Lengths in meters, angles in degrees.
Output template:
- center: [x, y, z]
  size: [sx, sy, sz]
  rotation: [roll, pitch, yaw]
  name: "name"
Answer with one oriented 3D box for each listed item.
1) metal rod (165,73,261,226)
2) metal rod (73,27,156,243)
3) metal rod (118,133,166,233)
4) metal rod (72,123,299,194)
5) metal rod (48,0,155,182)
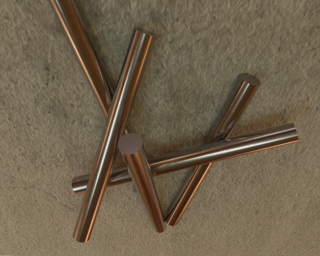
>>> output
- center: [0.063, 0.052, 0.452]
  size: [0.025, 0.025, 0.298]
  rotation: [13, 129, -11]
  name: "metal rod"
- center: [-0.064, 0.027, 0.383]
  size: [0.025, 0.025, 0.298]
  rotation: [15, 115, -13]
  name: "metal rod"
- center: [-0.015, 0.096, 0.435]
  size: [0.025, 0.025, 0.299]
  rotation: [-5, 147, 4]
  name: "metal rod"
- center: [0.023, 0.044, 0.410]
  size: [0.301, 0.025, 0.025]
  rotation: [-15, 129, 12]
  name: "metal rod"
- center: [-0.059, -0.022, 0.387]
  size: [0.025, 0.025, 0.299]
  rotation: [-12, 130, 9]
  name: "metal rod"
